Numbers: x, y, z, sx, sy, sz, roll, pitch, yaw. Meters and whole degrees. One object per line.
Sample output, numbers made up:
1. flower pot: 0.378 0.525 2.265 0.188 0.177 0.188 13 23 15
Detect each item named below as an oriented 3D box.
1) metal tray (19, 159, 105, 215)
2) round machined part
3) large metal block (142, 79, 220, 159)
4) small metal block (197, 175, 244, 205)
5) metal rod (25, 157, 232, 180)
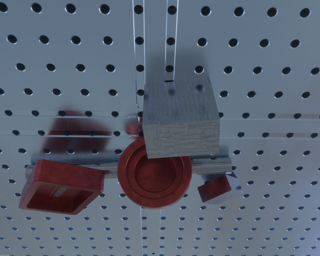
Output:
1. metal tray: -0.146 0.091 0.452 0.091 0.030 0.129 15 145 -25
2. round machined part: -0.006 0.062 0.425 0.099 0.098 0.042 -2 158 1
3. large metal block: 0.024 -0.013 0.365 0.080 0.080 0.050 -4 130 3
4. small metal block: 0.095 0.097 0.483 0.050 0.025 0.050 -31 150 23
5. metal rod: -0.046 0.062 0.463 0.302 0.025 0.025 -2 130 1
